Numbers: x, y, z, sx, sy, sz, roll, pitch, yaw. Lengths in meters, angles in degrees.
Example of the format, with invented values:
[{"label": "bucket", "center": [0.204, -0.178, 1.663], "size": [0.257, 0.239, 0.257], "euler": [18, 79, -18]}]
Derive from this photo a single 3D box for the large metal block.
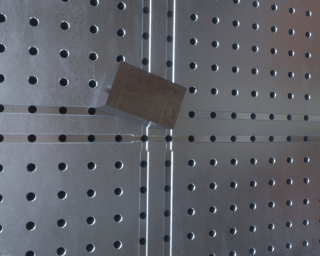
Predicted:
[{"label": "large metal block", "center": [-0.027, -0.035, 0.373], "size": [0.080, 0.080, 0.050], "euler": [20, 84, -19]}]
